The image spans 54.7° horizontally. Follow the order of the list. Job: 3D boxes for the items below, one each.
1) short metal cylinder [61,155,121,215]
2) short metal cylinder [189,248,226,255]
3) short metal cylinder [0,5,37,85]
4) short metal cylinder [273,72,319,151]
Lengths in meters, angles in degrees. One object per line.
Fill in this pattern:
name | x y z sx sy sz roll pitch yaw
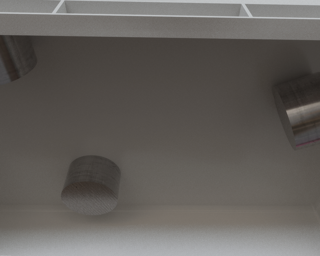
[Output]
short metal cylinder | -0.102 0.087 0.465 0.081 0.050 0.079 0 130 0
short metal cylinder | 0.103 0.294 0.648 0.081 0.050 0.079 0 130 0
short metal cylinder | -0.169 -0.081 0.301 0.080 0.080 0.050 -3 130 1
short metal cylinder | 0.170 -0.019 0.360 0.050 0.080 0.080 -18 128 14
